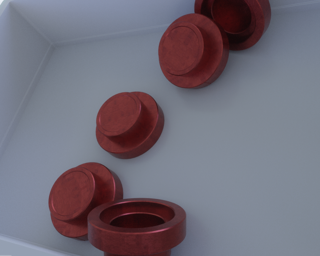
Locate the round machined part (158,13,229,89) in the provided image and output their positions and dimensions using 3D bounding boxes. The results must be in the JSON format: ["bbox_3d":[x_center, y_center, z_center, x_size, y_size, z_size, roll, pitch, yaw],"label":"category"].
[{"bbox_3d":[0.037,-0.101,0.408,0.098,0.042,0.097,3,94,36],"label":"round machined part"}]

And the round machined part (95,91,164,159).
[{"bbox_3d":[-0.047,-0.010,0.424,0.098,0.042,0.098,-13,56,20],"label":"round machined part"}]

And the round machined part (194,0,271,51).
[{"bbox_3d":[0.098,-0.154,0.404,0.098,0.098,0.042,19,57,35],"label":"round machined part"}]

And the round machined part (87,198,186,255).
[{"bbox_3d":[-0.023,0.107,0.315,0.098,0.099,0.042,3,96,29],"label":"round machined part"}]

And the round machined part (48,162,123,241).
[{"bbox_3d":[-0.100,0.088,0.391,0.098,0.042,0.098,-13,56,20],"label":"round machined part"}]
